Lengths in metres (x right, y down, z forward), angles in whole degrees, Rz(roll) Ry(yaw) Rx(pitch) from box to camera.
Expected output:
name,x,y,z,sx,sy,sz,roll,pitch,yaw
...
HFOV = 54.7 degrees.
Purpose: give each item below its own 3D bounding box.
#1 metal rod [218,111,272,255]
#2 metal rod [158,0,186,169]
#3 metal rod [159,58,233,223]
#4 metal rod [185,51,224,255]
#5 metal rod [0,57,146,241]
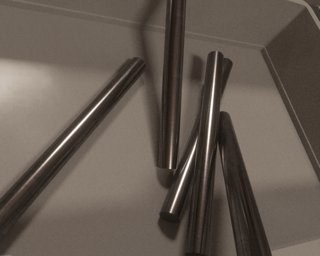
name,x,y,z,sx,sy,sz,roll,pitch,yaw
metal rod,0.081,0.048,0.334,0.025,0.025,0.301,31,24,-9
metal rod,0.018,-0.099,0.395,0.025,0.025,0.298,5,86,-26
metal rod,0.062,-0.005,0.443,0.025,0.025,0.301,32,51,-8
metal rod,0.062,0.010,0.401,0.025,0.025,0.300,22,54,-15
metal rod,-0.095,0.007,0.350,0.025,0.025,0.301,37,51,-4
